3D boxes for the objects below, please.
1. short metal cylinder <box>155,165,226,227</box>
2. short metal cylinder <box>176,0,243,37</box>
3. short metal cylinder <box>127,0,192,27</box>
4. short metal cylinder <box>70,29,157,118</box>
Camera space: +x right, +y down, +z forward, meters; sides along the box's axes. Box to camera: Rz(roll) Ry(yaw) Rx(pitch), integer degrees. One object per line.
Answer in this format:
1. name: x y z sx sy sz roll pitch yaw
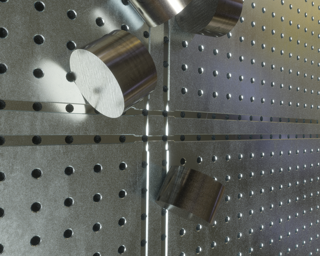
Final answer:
1. short metal cylinder: 0.040 0.090 0.410 0.080 0.080 0.050 39 66 -34
2. short metal cylinder: 0.066 -0.170 0.431 0.050 0.080 0.079 -5 94 -40
3. short metal cylinder: 0.001 -0.169 0.376 0.050 0.080 0.080 47 62 -31
4. short metal cylinder: -0.050 -0.058 0.333 0.050 0.080 0.080 -41 115 -33
